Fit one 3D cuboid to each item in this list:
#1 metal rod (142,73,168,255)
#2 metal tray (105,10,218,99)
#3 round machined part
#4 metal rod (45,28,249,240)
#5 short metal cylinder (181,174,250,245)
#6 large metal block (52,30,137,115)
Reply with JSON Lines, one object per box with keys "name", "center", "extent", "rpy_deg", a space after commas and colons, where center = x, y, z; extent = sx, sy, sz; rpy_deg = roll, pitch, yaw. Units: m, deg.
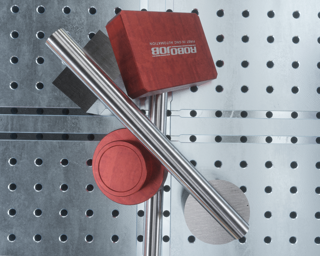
{"name": "metal rod", "center": [-0.005, 0.020, 0.413], "extent": [0.025, 0.025, 0.298], "rpy_deg": [2, 90, -1]}
{"name": "metal tray", "center": [0.008, -0.090, 0.372], "extent": [0.131, 0.030, 0.090], "rpy_deg": [-18, 90, -42]}
{"name": "round machined part", "center": [-0.042, 0.049, 0.389], "extent": [0.098, 0.042, 0.097], "rpy_deg": [0, 90, 17]}
{"name": "metal rod", "center": [-0.007, 0.013, 0.343], "extent": [0.025, 0.025, 0.300], "rpy_deg": [-43, 98, 0]}
{"name": "short metal cylinder", "center": [0.070, 0.103, 0.402], "extent": [0.081, 0.050, 0.079], "rpy_deg": [0, 90, -1]}
{"name": "large metal block", "center": [-0.075, -0.064, 0.386], "extent": [0.050, 0.080, 0.080], "rpy_deg": [41, 90, -1]}
